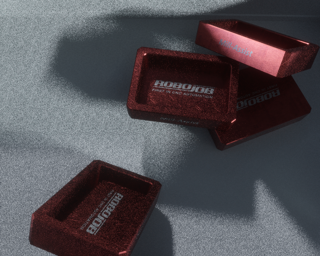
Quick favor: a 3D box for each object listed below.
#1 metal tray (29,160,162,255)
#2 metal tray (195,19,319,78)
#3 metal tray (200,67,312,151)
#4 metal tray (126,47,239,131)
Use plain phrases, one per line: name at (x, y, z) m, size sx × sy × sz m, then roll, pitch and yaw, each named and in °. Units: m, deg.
metal tray at (-0.059, 0.085, 0.326) m, size 0.090 × 0.130 × 0.030 m, roll 19°, pitch 111°, yaw 9°
metal tray at (0.122, -0.108, 0.400) m, size 0.091 × 0.030 × 0.130 m, roll -20°, pitch 42°, yaw -41°
metal tray at (0.122, -0.034, 0.421) m, size 0.131 × 0.030 × 0.090 m, roll -20°, pitch 72°, yaw -8°
metal tray at (0.030, -0.050, 0.393) m, size 0.131 × 0.030 × 0.090 m, roll 8°, pitch 70°, yaw 2°
